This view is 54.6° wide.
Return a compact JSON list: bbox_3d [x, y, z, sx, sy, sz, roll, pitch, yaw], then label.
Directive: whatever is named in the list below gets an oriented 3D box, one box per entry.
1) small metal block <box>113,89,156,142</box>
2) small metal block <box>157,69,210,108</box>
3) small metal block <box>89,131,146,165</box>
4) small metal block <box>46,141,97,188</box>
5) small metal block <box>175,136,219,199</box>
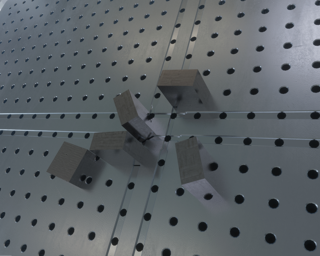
[{"bbox_3d":[-0.035,-0.016,0.421,0.025,0.050,0.050,-30,52,10],"label":"small metal block"},{"bbox_3d":[0.032,-0.051,0.408,0.050,0.050,0.025,5,64,30],"label":"small metal block"},{"bbox_3d":[-0.054,0.027,0.405,0.050,0.050,0.025,-4,60,26],"label":"small metal block"},{"bbox_3d":[-0.126,0.052,0.444,0.050,0.025,0.050,14,69,34],"label":"small metal block"},{"bbox_3d":[0.041,0.045,0.344,0.025,0.050,0.050,-19,54,17],"label":"small metal block"}]
